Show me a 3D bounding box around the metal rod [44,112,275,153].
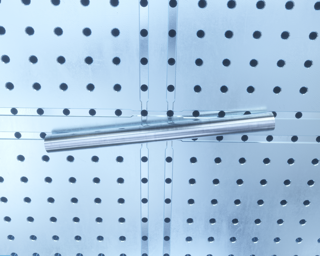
[{"bbox_3d":[-0.002,0.006,0.415,0.301,0.025,0.025,-6,110,2],"label":"metal rod"}]
